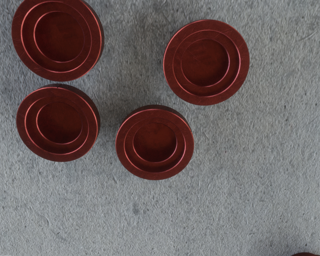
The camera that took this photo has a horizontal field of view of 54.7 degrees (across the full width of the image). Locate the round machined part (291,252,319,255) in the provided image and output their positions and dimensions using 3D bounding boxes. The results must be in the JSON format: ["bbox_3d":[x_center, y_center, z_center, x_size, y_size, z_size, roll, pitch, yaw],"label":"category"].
[{"bbox_3d":[0.232,0.238,0.490,0.099,0.042,0.097,0,110,0],"label":"round machined part"}]

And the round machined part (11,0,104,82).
[{"bbox_3d":[-0.114,-0.106,0.360,0.099,0.042,0.097,0,110,0],"label":"round machined part"}]

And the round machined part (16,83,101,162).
[{"bbox_3d":[-0.125,-0.009,0.396,0.099,0.042,0.097,0,110,0],"label":"round machined part"}]

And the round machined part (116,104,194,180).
[{"bbox_3d":[-0.006,0.016,0.406,0.099,0.042,0.097,0,110,0],"label":"round machined part"}]

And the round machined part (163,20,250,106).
[{"bbox_3d":[0.053,-0.079,0.372,0.099,0.042,0.097,0,110,0],"label":"round machined part"}]
